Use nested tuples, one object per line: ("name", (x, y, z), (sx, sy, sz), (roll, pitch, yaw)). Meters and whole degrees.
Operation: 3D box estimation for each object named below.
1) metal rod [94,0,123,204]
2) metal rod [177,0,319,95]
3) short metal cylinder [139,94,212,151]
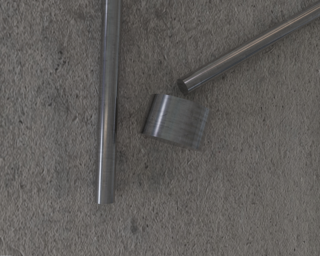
("metal rod", (-0.063, -0.058, 0.385), (0.025, 0.025, 0.298), (2, 89, -20))
("metal rod", (0.154, -0.130, 0.465), (0.302, 0.025, 0.025), (-31, 101, -17))
("short metal cylinder", (0.019, -0.006, 0.387), (0.081, 0.080, 0.050), (18, 84, -19))
